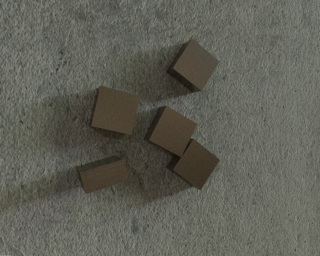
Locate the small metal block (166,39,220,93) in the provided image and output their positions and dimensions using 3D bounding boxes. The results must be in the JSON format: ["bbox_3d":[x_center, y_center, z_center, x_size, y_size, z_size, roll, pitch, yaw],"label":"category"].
[{"bbox_3d":[0.045,-0.085,0.425,0.050,0.025,0.050,36,79,-17],"label":"small metal block"}]

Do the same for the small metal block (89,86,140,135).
[{"bbox_3d":[-0.057,-0.021,0.388,0.050,0.025,0.050,14,86,-20],"label":"small metal block"}]

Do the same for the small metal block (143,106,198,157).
[{"bbox_3d":[0.014,0.005,0.414,0.050,0.025,0.050,29,80,-18],"label":"small metal block"}]

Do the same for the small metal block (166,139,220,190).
[{"bbox_3d":[0.045,0.049,0.426,0.050,0.025,0.050,39,78,-16],"label":"small metal block"}]

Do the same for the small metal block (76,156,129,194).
[{"bbox_3d":[-0.070,0.054,0.370,0.050,0.050,0.025,-16,96,-19],"label":"small metal block"}]
